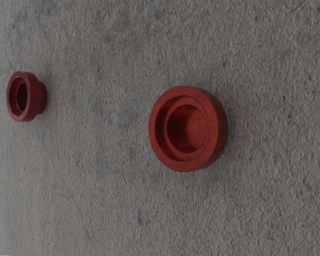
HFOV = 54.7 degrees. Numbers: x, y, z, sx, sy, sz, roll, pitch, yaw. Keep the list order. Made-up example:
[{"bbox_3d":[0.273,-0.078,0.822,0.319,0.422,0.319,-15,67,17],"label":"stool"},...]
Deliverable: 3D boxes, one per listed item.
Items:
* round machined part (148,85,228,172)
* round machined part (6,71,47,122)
[{"bbox_3d":[0.036,0.001,0.364,0.098,0.042,0.097,0,90,40],"label":"round machined part"},{"bbox_3d":[-0.258,-0.061,0.608,0.098,0.042,0.097,0,90,40],"label":"round machined part"}]
